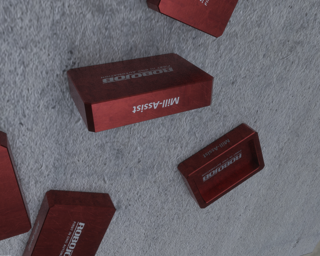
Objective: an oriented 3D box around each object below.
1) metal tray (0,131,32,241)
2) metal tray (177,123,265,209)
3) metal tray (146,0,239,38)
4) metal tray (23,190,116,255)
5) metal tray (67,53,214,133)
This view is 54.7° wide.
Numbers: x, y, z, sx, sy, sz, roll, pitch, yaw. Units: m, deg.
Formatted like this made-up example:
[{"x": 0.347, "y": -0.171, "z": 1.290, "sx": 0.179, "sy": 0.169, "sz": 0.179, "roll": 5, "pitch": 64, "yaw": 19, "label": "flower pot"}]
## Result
[{"x": -0.202, "y": 0.073, "z": 0.338, "sx": 0.091, "sy": 0.030, "sz": 0.129, "roll": -13, "pitch": 124, "yaw": -21, "label": "metal tray"}, {"x": 0.101, "y": 0.062, "z": 0.496, "sx": 0.131, "sy": 0.030, "sz": 0.090, "roll": -32, "pitch": 129, "yaw": -8, "label": "metal tray"}, {"x": 0.052, "y": -0.173, "z": 0.325, "sx": 0.091, "sy": 0.030, "sz": 0.129, "roll": 11, "pitch": 113, "yaw": -33, "label": "metal tray"}, {"x": -0.127, "y": 0.148, "z": 0.426, "sx": 0.091, "sy": 0.030, "sz": 0.129, "roll": 13, "pitch": 112, "yaw": -34, "label": "metal tray"}, {"x": -0.022, "y": -0.043, "z": 0.325, "sx": 0.131, "sy": 0.090, "sz": 0.030, "roll": -14, "pitch": 124, "yaw": -21, "label": "metal tray"}]
